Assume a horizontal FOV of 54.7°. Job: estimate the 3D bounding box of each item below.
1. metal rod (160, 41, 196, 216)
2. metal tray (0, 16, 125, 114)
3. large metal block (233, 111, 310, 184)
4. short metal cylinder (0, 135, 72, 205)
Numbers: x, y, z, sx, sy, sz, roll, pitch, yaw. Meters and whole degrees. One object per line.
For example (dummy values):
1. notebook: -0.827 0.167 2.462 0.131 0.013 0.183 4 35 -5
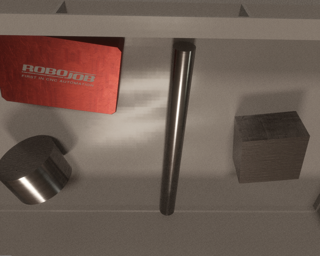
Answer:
1. metal rod: 0.019 0.025 0.430 0.025 0.025 0.298 2 130 -2
2. metal tray: -0.110 -0.066 0.348 0.131 0.030 0.089 7 130 -7
3. large metal block: 0.145 0.027 0.418 0.080 0.050 0.080 -5 130 4
4. short metal cylinder: -0.168 0.055 0.418 0.080 0.080 0.050 -13 129 11
